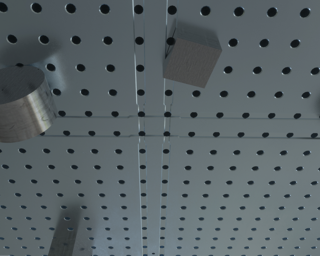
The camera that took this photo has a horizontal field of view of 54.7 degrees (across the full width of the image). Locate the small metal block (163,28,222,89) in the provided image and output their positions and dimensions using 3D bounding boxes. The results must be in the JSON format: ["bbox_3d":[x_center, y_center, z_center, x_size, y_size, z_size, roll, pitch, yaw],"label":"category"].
[{"bbox_3d":[0.034,-0.077,0.347,0.050,0.025,0.050,13,129,-11],"label":"small metal block"}]

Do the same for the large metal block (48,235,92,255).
[{"bbox_3d":[-0.177,0.267,0.601,0.050,0.080,0.080,-11,130,9],"label":"large metal block"}]

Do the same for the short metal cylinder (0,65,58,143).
[{"bbox_3d":[-0.163,-0.029,0.349,0.080,0.080,0.050,-3,130,2],"label":"short metal cylinder"}]
